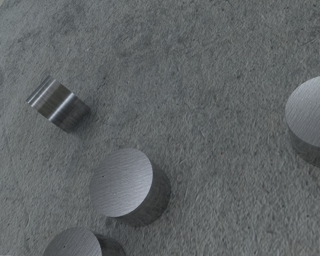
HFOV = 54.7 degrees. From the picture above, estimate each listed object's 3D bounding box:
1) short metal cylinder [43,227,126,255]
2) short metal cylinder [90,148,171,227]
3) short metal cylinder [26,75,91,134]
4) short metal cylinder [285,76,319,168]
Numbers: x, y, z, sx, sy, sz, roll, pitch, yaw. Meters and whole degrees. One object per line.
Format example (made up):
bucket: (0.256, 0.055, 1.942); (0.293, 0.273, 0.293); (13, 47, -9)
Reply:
short metal cylinder: (-0.083, 0.154, 0.337); (0.080, 0.050, 0.080); (-13, 56, 21)
short metal cylinder: (-0.034, 0.070, 0.363); (0.080, 0.050, 0.080); (-13, 56, 21)
short metal cylinder: (-0.153, -0.035, 0.471); (0.080, 0.080, 0.050); (33, 80, 38)
short metal cylinder: (0.168, -0.005, 0.303); (0.080, 0.050, 0.080); (-13, 56, 21)
